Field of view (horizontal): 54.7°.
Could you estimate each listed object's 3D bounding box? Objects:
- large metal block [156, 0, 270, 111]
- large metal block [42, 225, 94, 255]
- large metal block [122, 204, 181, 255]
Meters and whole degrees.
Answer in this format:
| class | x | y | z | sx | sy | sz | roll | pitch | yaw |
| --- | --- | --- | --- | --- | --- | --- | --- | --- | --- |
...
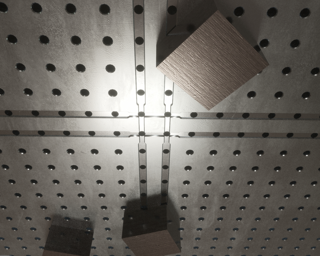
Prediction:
| class | x | y | z | sx | sy | sz | roll | pitch | yaw |
| --- | --- | --- | --- | --- | --- | --- | --- | --- | --- |
| large metal block | 0.053 | -0.078 | 0.330 | 0.080 | 0.050 | 0.080 | 36 | 121 | -27 |
| large metal block | -0.179 | 0.235 | 0.593 | 0.081 | 0.050 | 0.079 | 15 | 128 | -13 |
| large metal block | -0.013 | 0.188 | 0.556 | 0.080 | 0.050 | 0.080 | -15 | 129 | 12 |
